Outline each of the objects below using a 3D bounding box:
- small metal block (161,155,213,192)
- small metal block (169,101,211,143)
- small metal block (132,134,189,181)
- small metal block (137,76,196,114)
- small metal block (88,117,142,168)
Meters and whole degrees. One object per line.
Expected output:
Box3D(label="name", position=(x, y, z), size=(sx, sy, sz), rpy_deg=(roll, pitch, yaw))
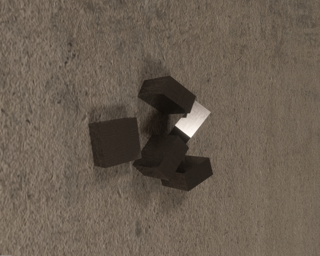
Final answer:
Box3D(label="small metal block", position=(0.035, 0.059, 0.420), size=(0.050, 0.050, 0.025), rpy_deg=(-25, 106, -38))
Box3D(label="small metal block", position=(0.037, -0.001, 0.418), size=(0.025, 0.050, 0.050), rpy_deg=(38, 61, 5))
Box3D(label="small metal block", position=(0.001, 0.036, 0.391), size=(0.025, 0.050, 0.050), rpy_deg=(48, 61, -30))
Box3D(label="small metal block", position=(0.009, -0.040, 0.398), size=(0.050, 0.050, 0.025), rpy_deg=(32, 70, -36))
Box3D(label="small metal block", position=(-0.052, 0.016, 0.363), size=(0.050, 0.025, 0.050), rpy_deg=(-12, 98, -40))
